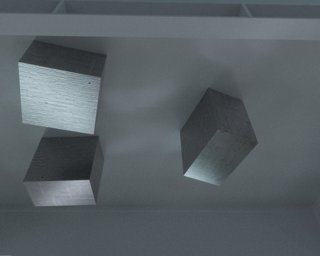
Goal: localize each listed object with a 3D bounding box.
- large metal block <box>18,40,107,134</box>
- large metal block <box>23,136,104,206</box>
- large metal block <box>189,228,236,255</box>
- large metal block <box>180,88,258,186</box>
[{"bbox_3d":[-0.109,-0.045,0.353,0.081,0.050,0.079,10,130,-9],"label":"large metal block"},{"bbox_3d":[-0.125,0.057,0.420,0.081,0.080,0.050,-2,130,1],"label":"large metal block"},{"bbox_3d":[0.103,0.242,0.603,0.080,0.050,0.080,-7,130,5],"label":"large metal block"},{"bbox_3d":[0.067,0.011,0.383,0.050,0.080,0.079,19,128,-16],"label":"large metal block"}]
